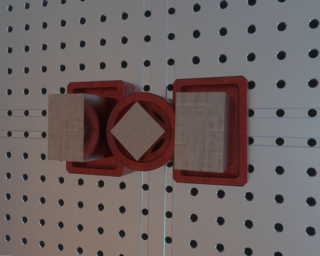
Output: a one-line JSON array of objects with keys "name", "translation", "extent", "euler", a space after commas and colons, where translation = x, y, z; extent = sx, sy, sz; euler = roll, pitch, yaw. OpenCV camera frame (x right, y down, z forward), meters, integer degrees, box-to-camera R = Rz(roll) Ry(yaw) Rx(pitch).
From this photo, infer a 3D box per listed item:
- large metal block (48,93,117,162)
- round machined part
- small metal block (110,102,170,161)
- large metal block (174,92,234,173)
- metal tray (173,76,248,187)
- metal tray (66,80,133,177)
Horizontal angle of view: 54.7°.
[{"name": "large metal block", "translation": [-0.098, -0.001, 0.404], "extent": [0.050, 0.080, 0.080], "euler": [1, 90, 20]}, {"name": "round machined part", "translation": [-0.016, 0.005, 0.400], "extent": [0.098, 0.042, 0.097], "euler": [0, 90, 20]}, {"name": "small metal block", "translation": [-0.023, 0.004, 0.377], "extent": [0.050, 0.025, 0.050], "euler": [46, 104, 14]}, {"name": "large metal block", "translation": [0.053, 0.003, 0.350], "extent": [0.050, 0.080, 0.080], "euler": [2, 91, 20]}, {"name": "metal tray", "translation": [0.063, 0.004, 0.387], "extent": [0.090, 0.030, 0.129], "euler": [0, 90, 20]}, {"name": "metal tray", "translation": [-0.086, 0.000, 0.439], "extent": [0.090, 0.030, 0.129], "euler": [1, 90, 20]}]
